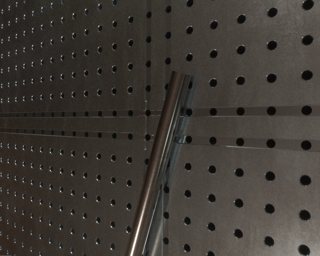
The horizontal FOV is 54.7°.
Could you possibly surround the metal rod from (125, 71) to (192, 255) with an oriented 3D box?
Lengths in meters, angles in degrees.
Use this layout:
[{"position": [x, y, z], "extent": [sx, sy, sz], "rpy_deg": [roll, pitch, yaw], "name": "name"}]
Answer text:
[{"position": [-0.009, 0.073, 0.414], "extent": [0.025, 0.025, 0.298], "rpy_deg": [23, 105, 37], "name": "metal rod"}]
